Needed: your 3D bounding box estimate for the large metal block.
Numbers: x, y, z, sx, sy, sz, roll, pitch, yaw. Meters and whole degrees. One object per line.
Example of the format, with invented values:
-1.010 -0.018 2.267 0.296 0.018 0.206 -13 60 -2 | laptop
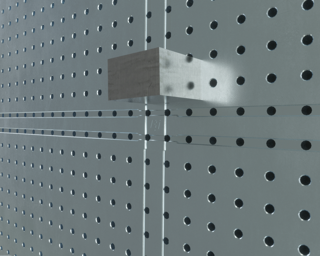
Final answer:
-0.006 -0.059 0.376 0.080 0.081 0.050 -1 89 39 | large metal block
